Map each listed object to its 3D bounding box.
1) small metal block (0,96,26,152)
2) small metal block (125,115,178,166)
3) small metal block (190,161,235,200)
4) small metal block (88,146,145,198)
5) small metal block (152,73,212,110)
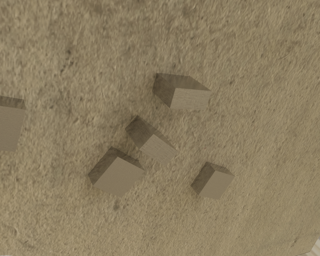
[{"bbox_3d":[-0.168,-0.006,0.312,0.050,0.025,0.050,9,114,-33],"label":"small metal block"},{"bbox_3d":[-0.011,0.016,0.396,0.025,0.050,0.050,-48,129,5],"label":"small metal block"},{"bbox_3d":[0.087,0.088,0.511,0.050,0.025,0.050,21,107,-36],"label":"small metal block"},{"bbox_3d":[-0.058,0.060,0.413,0.050,0.025,0.050,-50,129,7],"label":"small metal block"},{"bbox_3d":[0.026,-0.045,0.378,0.050,0.050,0.025,1,118,-29],"label":"small metal block"}]
